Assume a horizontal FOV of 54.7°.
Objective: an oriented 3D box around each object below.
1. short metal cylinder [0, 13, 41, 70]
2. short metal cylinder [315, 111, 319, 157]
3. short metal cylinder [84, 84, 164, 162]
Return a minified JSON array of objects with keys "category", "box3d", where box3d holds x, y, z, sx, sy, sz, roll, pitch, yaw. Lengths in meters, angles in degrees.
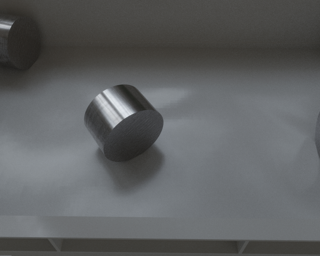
[{"category":"short metal cylinder","box3d":[-0.232,-0.135,0.481,0.050,0.080,0.080,12,51,10]},{"category":"short metal cylinder","box3d":[0.227,0.004,0.367,0.050,0.080,0.080,5,50,4]},{"category":"short metal cylinder","box3d":[-0.043,-0.005,0.373,0.081,0.080,0.050,-27,55,-21]}]
